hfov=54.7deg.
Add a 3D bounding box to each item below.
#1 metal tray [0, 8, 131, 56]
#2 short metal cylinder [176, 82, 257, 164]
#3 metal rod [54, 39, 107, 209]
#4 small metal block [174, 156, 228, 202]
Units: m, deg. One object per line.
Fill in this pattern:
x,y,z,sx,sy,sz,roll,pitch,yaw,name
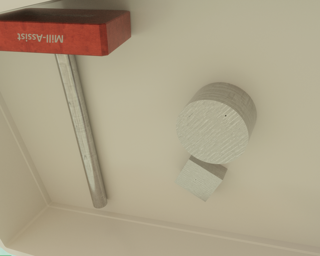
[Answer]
-0.106,-0.107,0.335,0.131,0.090,0.030,5,119,9,metal tray
0.065,-0.006,0.354,0.080,0.050,0.079,13,124,20,short metal cylinder
-0.117,0.003,0.470,0.025,0.025,0.298,8,122,23,metal rod
0.055,0.064,0.419,0.050,0.025,0.050,32,128,7,small metal block
